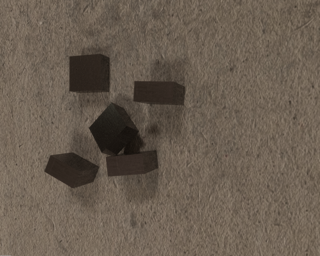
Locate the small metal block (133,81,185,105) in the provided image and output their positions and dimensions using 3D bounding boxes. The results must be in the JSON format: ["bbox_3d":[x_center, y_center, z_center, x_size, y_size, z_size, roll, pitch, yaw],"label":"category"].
[{"bbox_3d":[0.000,-0.044,0.395,0.050,0.050,0.025,4,91,19],"label":"small metal block"}]

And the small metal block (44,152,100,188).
[{"bbox_3d":[-0.123,0.058,0.438,0.050,0.050,0.025,25,98,18],"label":"small metal block"}]

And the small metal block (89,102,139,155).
[{"bbox_3d":[-0.063,0.002,0.421,0.050,0.025,0.050,-46,52,13],"label":"small metal block"}]

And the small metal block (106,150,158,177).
[{"bbox_3d":[-0.035,0.046,0.407,0.050,0.050,0.025,-7,89,19],"label":"small metal block"}]

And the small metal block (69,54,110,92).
[{"bbox_3d":[-0.101,-0.077,0.443,0.050,0.025,0.050,0,90,19],"label":"small metal block"}]
